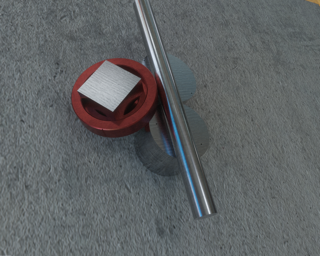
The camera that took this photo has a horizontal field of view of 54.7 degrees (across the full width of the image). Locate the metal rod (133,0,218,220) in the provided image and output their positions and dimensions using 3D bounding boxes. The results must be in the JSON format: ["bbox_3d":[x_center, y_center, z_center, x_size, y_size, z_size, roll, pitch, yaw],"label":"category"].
[{"bbox_3d":[0.010,-0.042,0.373,0.025,0.025,0.299,-1,62,-29],"label":"metal rod"}]

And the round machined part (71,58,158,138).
[{"bbox_3d":[-0.051,-0.032,0.370,0.099,0.042,0.098,-2,63,3],"label":"round machined part"}]

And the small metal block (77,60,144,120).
[{"bbox_3d":[-0.055,-0.042,0.349,0.050,0.025,0.050,30,69,18],"label":"small metal block"}]

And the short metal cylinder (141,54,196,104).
[{"bbox_3d":[0.002,-0.057,0.425,0.081,0.050,0.080,14,56,-21],"label":"short metal cylinder"}]

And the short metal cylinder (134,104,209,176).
[{"bbox_3d":[0.014,0.014,0.388,0.081,0.050,0.080,14,55,-20],"label":"short metal cylinder"}]
